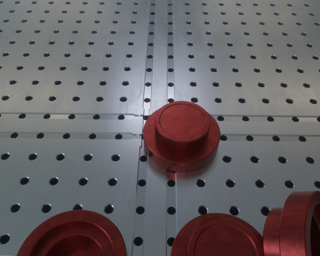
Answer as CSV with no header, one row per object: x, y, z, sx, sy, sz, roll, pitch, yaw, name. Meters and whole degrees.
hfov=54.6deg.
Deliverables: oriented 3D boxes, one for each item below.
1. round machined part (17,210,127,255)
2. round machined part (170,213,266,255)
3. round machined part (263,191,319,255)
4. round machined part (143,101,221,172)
-0.078,0.130,0.287,0.099,0.042,0.098,0,50,0,round machined part
0.059,0.126,0.292,0.099,0.042,0.098,0,50,0,round machined part
0.129,0.107,0.283,0.042,0.098,0.098,-12,38,41,round machined part
0.028,0.004,0.394,0.099,0.042,0.098,0,50,0,round machined part
